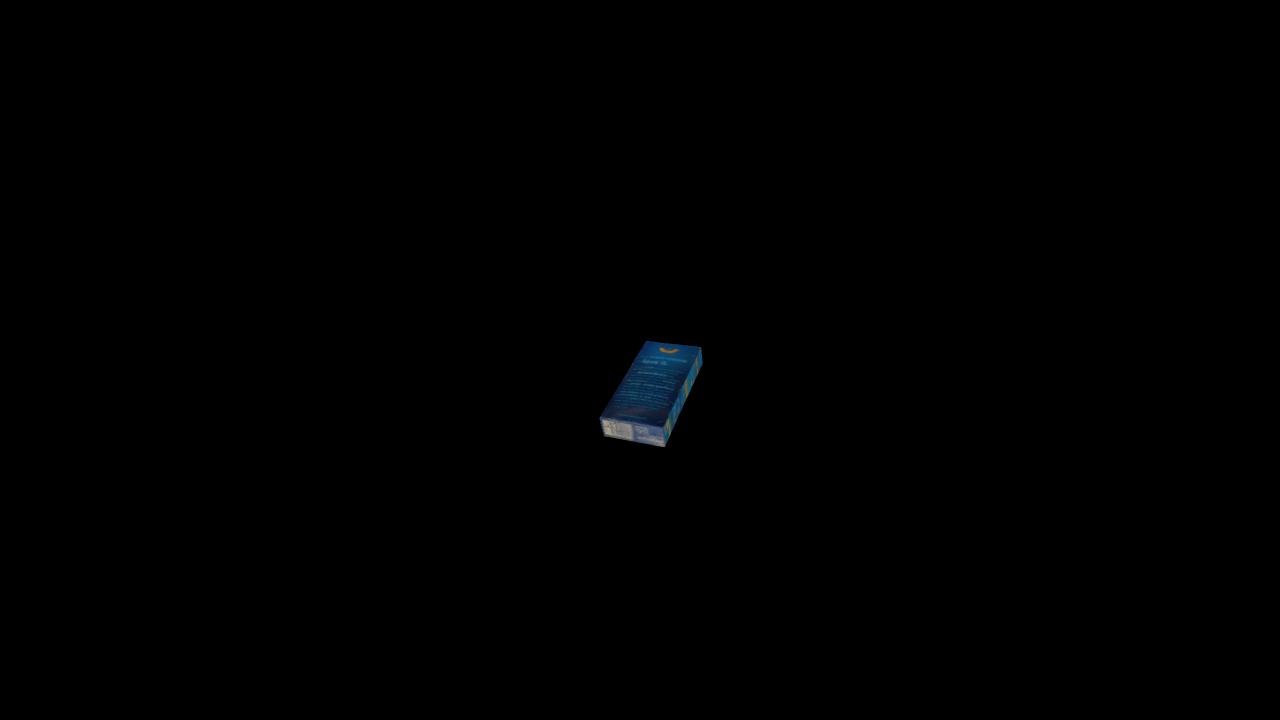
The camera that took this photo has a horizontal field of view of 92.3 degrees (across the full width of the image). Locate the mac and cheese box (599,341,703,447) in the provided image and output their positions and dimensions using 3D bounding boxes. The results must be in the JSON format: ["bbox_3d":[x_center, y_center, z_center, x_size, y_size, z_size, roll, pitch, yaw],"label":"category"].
[{"bbox_3d":[0.021,0.042,0.877,0.093,0.041,0.184,6,38,21],"label":"mac and cheese box"}]
